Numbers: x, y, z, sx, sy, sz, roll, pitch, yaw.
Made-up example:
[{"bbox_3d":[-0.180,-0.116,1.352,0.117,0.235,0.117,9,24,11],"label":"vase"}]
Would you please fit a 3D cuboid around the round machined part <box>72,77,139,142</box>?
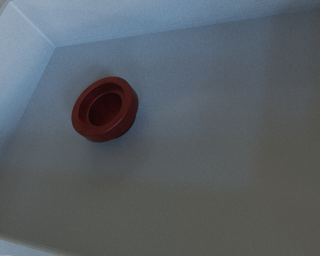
[{"bbox_3d":[-0.074,-0.022,0.446,0.098,0.042,0.098,-13,56,20],"label":"round machined part"}]
